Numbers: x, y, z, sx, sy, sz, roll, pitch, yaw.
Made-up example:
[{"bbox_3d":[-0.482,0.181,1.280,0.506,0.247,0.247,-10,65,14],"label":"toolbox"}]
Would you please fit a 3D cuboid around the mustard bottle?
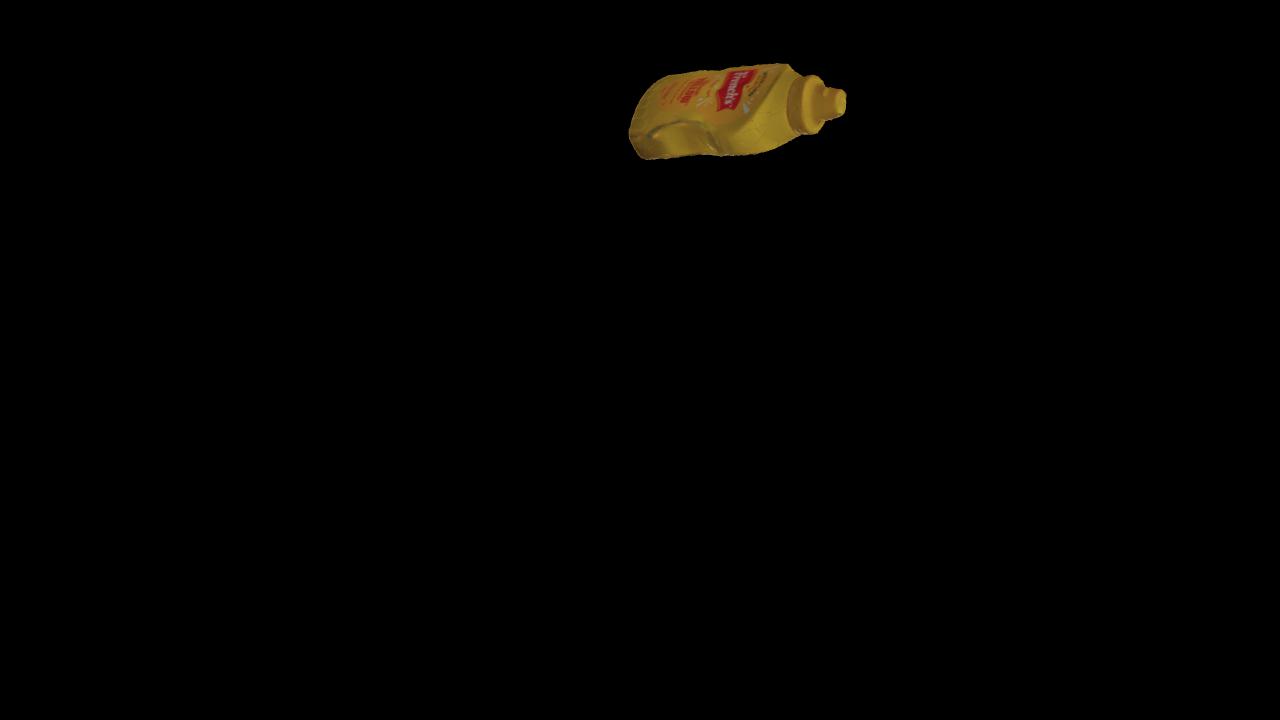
[{"bbox_3d":[0.083,-0.207,0.512,0.184,0.092,0.054,15,-32,40],"label":"mustard bottle"}]
